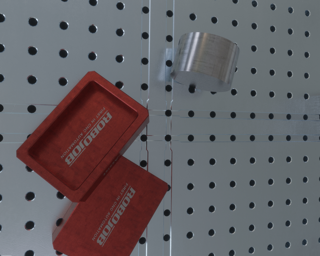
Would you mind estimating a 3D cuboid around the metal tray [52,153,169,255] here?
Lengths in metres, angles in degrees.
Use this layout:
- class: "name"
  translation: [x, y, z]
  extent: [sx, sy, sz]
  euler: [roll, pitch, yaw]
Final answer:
- class: "metal tray"
  translation: [-0.060, 0.104, 0.388]
  extent: [0.090, 0.030, 0.130]
  euler: [34, 79, -17]

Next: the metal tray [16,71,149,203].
- class: "metal tray"
  translation: [-0.085, 0.009, 0.360]
  extent: [0.090, 0.030, 0.130]
  euler: [36, 77, 8]

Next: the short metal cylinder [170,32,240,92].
- class: "short metal cylinder"
  translation: [0.058, -0.083, 0.405]
  extent: [0.081, 0.080, 0.050]
  euler: [16, 85, -19]

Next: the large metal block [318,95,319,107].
- class: "large metal block"
  translation: [0.312, -0.021, 0.498]
  extent: [0.050, 0.080, 0.080]
  euler: [-14, 95, -20]
